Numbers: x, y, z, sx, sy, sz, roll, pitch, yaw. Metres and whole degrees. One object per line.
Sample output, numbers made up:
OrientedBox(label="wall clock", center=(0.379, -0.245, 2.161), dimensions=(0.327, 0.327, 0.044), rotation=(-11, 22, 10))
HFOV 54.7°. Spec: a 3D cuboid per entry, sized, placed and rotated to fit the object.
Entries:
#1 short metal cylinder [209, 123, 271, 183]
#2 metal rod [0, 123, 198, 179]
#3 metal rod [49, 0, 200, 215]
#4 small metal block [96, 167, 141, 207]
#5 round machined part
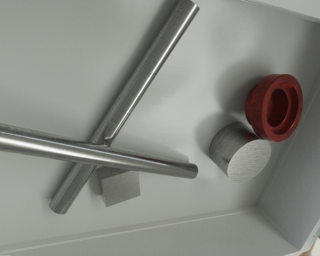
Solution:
OrientedBox(label="short metal cylinder", center=(0.125, 0.039, 0.486), dimensions=(0.081, 0.050, 0.079), rotation=(-14, 126, -20))
OrientedBox(label="metal rod", center=(-0.052, 0.036, 0.372), dimensions=(0.302, 0.025, 0.025), rotation=(17, 110, -45))
OrientedBox(label="metal rod", center=(-0.049, -0.018, 0.372), dimensions=(0.025, 0.025, 0.299), rotation=(26, 104, -37))
OrientedBox(label="small metal block", center=(-0.056, 0.075, 0.426), dimensions=(0.050, 0.025, 0.050), rotation=(-15, 125, -20))
OrientedBox(label="round machined part", center=(0.164, -0.031, 0.458), dimensions=(0.099, 0.042, 0.097), rotation=(-8, 104, -34))
